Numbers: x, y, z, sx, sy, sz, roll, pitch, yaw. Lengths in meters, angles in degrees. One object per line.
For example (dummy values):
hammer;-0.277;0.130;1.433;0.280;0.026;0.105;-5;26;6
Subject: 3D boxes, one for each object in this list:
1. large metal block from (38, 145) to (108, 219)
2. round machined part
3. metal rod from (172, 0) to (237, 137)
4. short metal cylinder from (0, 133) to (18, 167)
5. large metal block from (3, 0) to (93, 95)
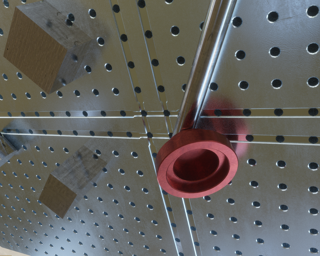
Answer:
large metal block;-0.141;0.087;0.504;0.050;0.080;0.080;38;129;2
round machined part;0.042;0.039;0.383;0.099;0.042;0.097;-5;129;-6
metal rod;0.052;-0.086;0.329;0.025;0.025;0.298;24;127;13
short metal cylinder;-0.315;0.049;0.573;0.050;0.080;0.080;49;129;-7
large metal block;-0.149;-0.106;0.408;0.080;0.050;0.080;40;129;0
